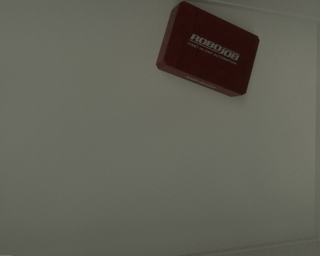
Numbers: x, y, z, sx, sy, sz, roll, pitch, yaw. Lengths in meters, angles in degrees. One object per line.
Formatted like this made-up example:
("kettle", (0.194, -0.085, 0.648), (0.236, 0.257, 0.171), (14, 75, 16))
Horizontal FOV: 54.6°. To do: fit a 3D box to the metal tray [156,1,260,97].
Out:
("metal tray", (0.069, -0.106, 0.433), (0.131, 0.030, 0.090), (18, 84, -19))
